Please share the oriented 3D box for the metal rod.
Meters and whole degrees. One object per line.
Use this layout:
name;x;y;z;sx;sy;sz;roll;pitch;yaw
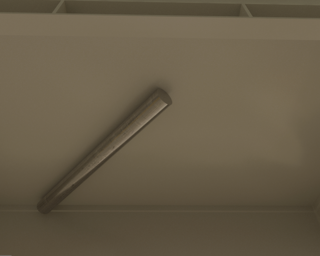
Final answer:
metal rod;-0.094;0.047;0.447;0.025;0.025;0.299;34;122;-26
